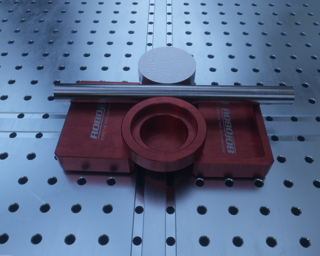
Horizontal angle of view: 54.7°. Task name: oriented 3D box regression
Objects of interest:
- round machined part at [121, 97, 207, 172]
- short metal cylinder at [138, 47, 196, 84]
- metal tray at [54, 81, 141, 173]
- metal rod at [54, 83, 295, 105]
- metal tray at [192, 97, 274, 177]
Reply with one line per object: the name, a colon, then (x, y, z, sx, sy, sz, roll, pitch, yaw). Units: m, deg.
round machined part: (0.005, 0.011, 0.370, 0.099, 0.042, 0.098, 0, 50, 0)
short metal cylinder: (0.010, -0.073, 0.447, 0.081, 0.050, 0.080, 0, 50, 0)
metal tray: (-0.073, -0.007, 0.403, 0.091, 0.030, 0.130, 2, 50, 2)
metal rod: (0.018, -0.044, 0.400, 0.302, 0.025, 0.025, 1, 50, 0)
metal tray: (0.085, 0.000, 0.400, 0.091, 0.030, 0.130, 1, 50, 0)
